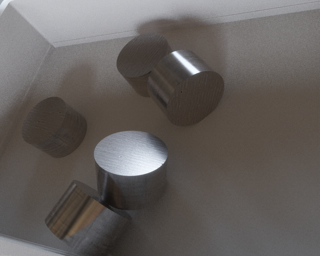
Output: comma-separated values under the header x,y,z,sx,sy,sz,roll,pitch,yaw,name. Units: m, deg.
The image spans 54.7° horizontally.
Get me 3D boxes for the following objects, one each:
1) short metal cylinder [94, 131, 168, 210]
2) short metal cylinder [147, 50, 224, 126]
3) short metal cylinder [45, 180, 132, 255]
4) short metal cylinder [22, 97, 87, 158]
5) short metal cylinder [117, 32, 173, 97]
x,y,z,sx,sy,sz,roll,pitch,yaw,name
-0.032,0.046,0.353,0.081,0.050,0.080,2,33,-1,short metal cylinder
0.031,-0.049,0.383,0.080,0.080,0.050,-38,51,2,short metal cylinder
-0.079,0.101,0.347,0.080,0.080,0.050,27,78,37,short metal cylinder
-0.160,-0.001,0.472,0.080,0.050,0.080,-13,56,20,short metal cylinder
-0.016,-0.092,0.453,0.080,0.050,0.080,-13,56,20,short metal cylinder
